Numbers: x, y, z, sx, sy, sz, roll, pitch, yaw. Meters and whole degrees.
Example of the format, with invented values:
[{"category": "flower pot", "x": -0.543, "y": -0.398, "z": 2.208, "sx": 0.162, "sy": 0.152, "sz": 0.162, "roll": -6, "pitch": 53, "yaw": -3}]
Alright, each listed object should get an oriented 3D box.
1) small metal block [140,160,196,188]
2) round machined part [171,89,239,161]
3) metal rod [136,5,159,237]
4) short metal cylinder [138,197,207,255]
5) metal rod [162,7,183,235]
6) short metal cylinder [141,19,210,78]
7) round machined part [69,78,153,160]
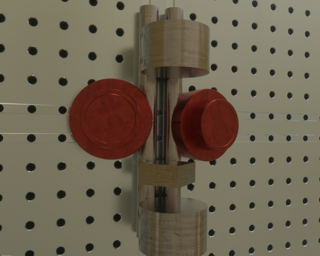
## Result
[{"category": "small metal block", "x": 0.010, "y": 0.055, "z": 0.378, "sx": 0.050, "sy": 0.050, "sz": 0.025, "roll": 2, "pitch": 89, "yaw": -62}, {"category": "round machined part", "x": 0.067, "y": -0.004, "z": 0.414, "sx": 0.099, "sy": 0.042, "sz": 0.097, "roll": 0, "pitch": 91, "yaw": -35}, {"category": "metal rod", "x": -0.016, "y": -0.008, "z": 0.406, "sx": 0.025, "sy": 0.025, "sz": 0.298, "roll": 1, "pitch": 90, "yaw": -20}, {"category": "short metal cylinder", "x": 0.015, "y": 0.115, "z": 0.366, "sx": 0.081, "sy": 0.080, "sz": 0.050, "roll": 1, "pitch": 90, "yaw": -20}, {"category": "metal rod", "x": 0.017, "y": -0.009, "z": 0.418, "sx": 0.025, "sy": 0.025, "sz": 0.298, "roll": 1, "pitch": 90, "yaw": -20}, {"category": "short metal cylinder", "x": 0.018, "y": -0.090, "z": 0.366, "sx": 0.081, "sy": 0.080, "sz": 0.050, "roll": 1, "pitch": 90, "yaw": -20}, {"category": "round machined part", "x": -0.058, "y": -0.011, "z": 0.369, "sx": 0.099, "sy": 0.042, "sz": 0.097, "roll": 0, "pitch": 90, "yaw": -6}]
